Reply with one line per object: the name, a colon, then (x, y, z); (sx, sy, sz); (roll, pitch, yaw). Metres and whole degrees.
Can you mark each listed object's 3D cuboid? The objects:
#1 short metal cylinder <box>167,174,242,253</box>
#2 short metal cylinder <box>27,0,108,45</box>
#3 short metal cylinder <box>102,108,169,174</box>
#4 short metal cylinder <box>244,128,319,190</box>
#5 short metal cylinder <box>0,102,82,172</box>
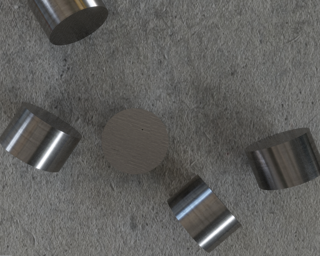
short metal cylinder: (0.054, 0.104, 0.383); (0.050, 0.080, 0.080); (-41, 90, 0)
short metal cylinder: (-0.112, -0.146, 0.381); (0.080, 0.080, 0.050); (-31, 90, 0)
short metal cylinder: (-0.030, 0.016, 0.397); (0.081, 0.050, 0.080); (0, 90, 0)
short metal cylinder: (0.152, 0.037, 0.384); (0.080, 0.080, 0.050); (-22, 90, 0)
short metal cylinder: (-0.145, 0.011, 0.381); (0.080, 0.080, 0.050); (34, 90, 0)
